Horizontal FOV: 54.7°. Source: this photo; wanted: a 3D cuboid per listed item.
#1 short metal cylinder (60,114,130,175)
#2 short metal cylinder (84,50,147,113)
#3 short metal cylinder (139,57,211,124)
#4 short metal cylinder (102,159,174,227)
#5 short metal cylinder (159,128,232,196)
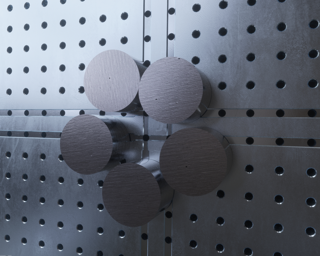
[{"bbox_3d":[-0.089,0.021,0.431,0.080,0.050,0.079,0,90,20],"label":"short metal cylinder"},{"bbox_3d":[-0.054,-0.060,0.418,0.080,0.050,0.079,0,90,19],"label":"short metal cylinder"},{"bbox_3d":[0.020,-0.045,0.391,0.080,0.050,0.079,0,90,20],"label":"short metal cylinder"},{"bbox_3d":[-0.028,0.083,0.408,0.080,0.050,0.080,0,90,20],"label":"short metal cylinder"},{"bbox_3d":[0.046,0.039,0.382,0.080,0.050,0.079,1,92,19],"label":"short metal cylinder"}]
